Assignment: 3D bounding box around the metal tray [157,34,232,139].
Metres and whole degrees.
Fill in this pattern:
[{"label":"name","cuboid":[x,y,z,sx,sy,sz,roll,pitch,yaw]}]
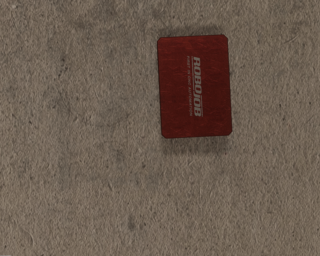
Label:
[{"label":"metal tray","cuboid":[0.044,-0.053,0.408,0.091,0.030,0.129,-3,90,-1]}]
